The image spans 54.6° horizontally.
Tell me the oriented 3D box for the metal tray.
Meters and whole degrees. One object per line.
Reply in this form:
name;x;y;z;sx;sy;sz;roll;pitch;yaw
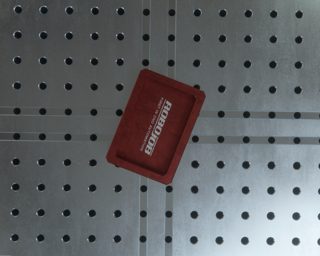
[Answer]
metal tray;-0.005;-0.002;0.411;0.090;0.030;0.129;22;90;-1
